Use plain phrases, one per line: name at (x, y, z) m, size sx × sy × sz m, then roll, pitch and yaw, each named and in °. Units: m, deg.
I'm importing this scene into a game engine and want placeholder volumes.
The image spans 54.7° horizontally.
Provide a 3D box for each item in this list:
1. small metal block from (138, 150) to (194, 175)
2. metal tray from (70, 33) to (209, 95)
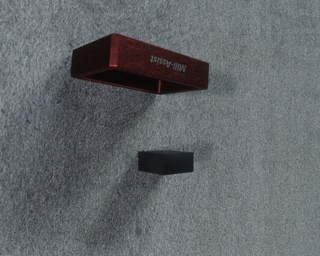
small metal block at (0.007, 0.043, 0.397) m, size 0.050 × 0.050 × 0.025 m, roll 1°, pitch 90°, yaw -40°
metal tray at (-0.020, -0.065, 0.347) m, size 0.131 × 0.090 × 0.030 m, roll 6°, pitch 86°, yaw -40°
